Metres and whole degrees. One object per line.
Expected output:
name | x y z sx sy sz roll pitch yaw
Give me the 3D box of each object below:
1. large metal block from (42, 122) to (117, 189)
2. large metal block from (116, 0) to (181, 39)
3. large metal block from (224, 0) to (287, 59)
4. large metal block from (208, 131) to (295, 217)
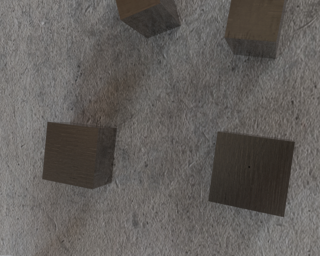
large metal block | -0.112 0.035 0.435 0.080 0.050 0.079 7 92 20
large metal block | -0.018 -0.168 0.386 0.050 0.080 0.080 -16 85 19
large metal block | 0.109 -0.127 0.341 0.050 0.080 0.079 11 94 20
large metal block | 0.106 0.048 0.358 0.080 0.050 0.079 8 93 19
